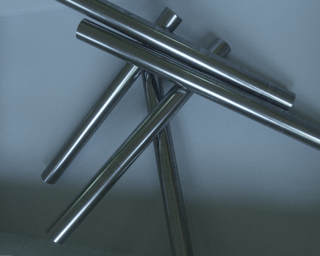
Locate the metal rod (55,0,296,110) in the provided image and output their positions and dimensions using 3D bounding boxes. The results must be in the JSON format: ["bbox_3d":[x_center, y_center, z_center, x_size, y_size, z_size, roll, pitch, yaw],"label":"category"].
[{"bbox_3d":[0.014,-0.094,0.351,0.301,0.025,0.025,25,99,-3],"label":"metal rod"}]

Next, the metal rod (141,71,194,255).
[{"bbox_3d":[0.005,0.028,0.387,0.025,0.025,0.299,-14,78,19],"label":"metal rod"}]

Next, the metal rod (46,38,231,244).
[{"bbox_3d":[-0.020,0.009,0.366,0.025,0.025,0.300,39,83,15],"label":"metal rod"}]

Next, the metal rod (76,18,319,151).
[{"bbox_3d":[0.047,-0.049,0.350,0.301,0.025,0.025,25,99,1],"label":"metal rod"}]

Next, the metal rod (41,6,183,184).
[{"bbox_3d":[-0.075,-0.030,0.415,0.025,0.025,0.299,47,111,13],"label":"metal rod"}]
